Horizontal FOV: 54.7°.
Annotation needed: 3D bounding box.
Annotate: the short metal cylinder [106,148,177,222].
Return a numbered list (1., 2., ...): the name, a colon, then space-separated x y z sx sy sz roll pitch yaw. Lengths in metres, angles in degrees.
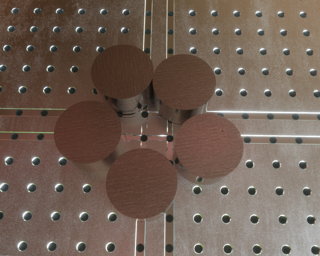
1. short metal cylinder: -0.020 0.069 0.371 0.080 0.050 0.080 0 70 0

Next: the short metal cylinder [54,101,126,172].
1. short metal cylinder: -0.086 0.012 0.393 0.081 0.050 0.080 0 70 0

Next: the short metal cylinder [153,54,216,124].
1. short metal cylinder: 0.031 -0.051 0.416 0.081 0.050 0.080 0 70 0

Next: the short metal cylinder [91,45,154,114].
1. short metal cylinder: -0.048 -0.065 0.421 0.081 0.050 0.080 0 70 0

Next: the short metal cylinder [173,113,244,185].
1. short metal cylinder: 0.058 0.028 0.388 0.081 0.050 0.080 0 71 0
